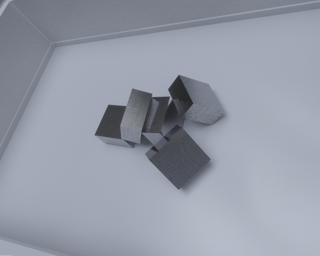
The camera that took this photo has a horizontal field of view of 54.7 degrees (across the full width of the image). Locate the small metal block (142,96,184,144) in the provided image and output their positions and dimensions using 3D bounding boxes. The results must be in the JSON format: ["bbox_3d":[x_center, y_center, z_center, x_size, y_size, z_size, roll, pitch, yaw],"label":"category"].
[{"bbox_3d":[0.006,-0.004,0.387,0.025,0.050,0.050,1,62,28],"label":"small metal block"}]

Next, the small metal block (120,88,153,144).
[{"bbox_3d":[-0.030,-0.013,0.387,0.025,0.050,0.050,15,69,0],"label":"small metal block"}]

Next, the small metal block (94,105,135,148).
[{"bbox_3d":[-0.055,-0.003,0.432,0.050,0.025,0.050,7,65,31],"label":"small metal block"}]

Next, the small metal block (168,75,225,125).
[{"bbox_3d":[0.044,-0.034,0.381,0.025,0.050,0.050,-52,44,34],"label":"small metal block"}]

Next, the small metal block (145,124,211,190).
[{"bbox_3d":[0.020,0.033,0.353,0.050,0.050,0.025,-43,16,-3],"label":"small metal block"}]
